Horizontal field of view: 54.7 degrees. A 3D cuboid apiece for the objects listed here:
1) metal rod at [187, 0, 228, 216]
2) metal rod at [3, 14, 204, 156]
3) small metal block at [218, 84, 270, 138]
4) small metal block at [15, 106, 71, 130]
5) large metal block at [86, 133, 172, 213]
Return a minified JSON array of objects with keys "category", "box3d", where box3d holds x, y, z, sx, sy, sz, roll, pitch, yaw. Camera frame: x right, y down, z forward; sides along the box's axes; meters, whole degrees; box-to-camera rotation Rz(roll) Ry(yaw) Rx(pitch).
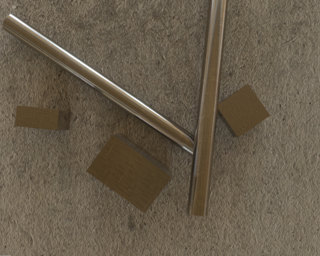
[{"category":"metal rod","box3d":[0.063,-0.043,0.393,0.025,0.025,0.298,7,83,-1]},{"category":"metal rod","box3d":[-0.073,-0.055,0.408,0.301,0.025,0.025,34,90,-1]},{"category":"small metal block","box3d":[0.107,-0.022,0.411,0.050,0.025,0.050,-35,90,0]},{"category":"small metal block","box3d":[-0.147,-0.012,0.396,0.050,0.050,0.025,6,90,-1]},{"category":"large metal block","box3d":[-0.035,0.051,0.382,0.080,0.080,0.050,36,90,-1]}]
